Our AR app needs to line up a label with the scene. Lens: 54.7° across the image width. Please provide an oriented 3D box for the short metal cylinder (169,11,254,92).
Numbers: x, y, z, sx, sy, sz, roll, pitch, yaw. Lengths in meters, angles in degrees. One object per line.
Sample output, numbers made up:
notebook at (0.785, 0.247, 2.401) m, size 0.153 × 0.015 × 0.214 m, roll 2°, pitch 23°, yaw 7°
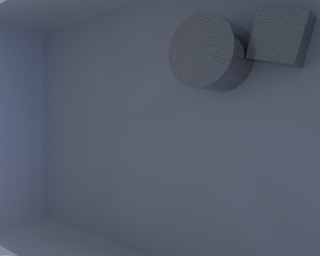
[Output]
short metal cylinder at (0.057, -0.082, 0.342) m, size 0.080 × 0.050 × 0.079 m, roll 0°, pitch 90°, yaw 39°

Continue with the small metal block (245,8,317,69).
small metal block at (0.119, -0.089, 0.308) m, size 0.050 × 0.025 × 0.050 m, roll 20°, pitch 102°, yaw 38°
